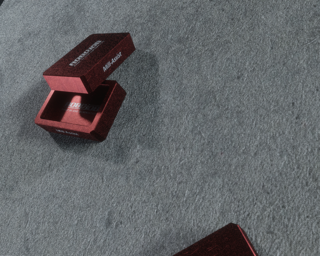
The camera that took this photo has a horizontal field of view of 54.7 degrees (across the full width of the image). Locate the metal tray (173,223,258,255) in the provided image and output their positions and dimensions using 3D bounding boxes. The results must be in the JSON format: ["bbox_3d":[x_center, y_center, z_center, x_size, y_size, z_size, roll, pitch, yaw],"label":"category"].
[{"bbox_3d":[0.038,0.159,0.283,0.130,0.030,0.090,-32,52,7],"label":"metal tray"}]

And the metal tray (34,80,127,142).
[{"bbox_3d":[-0.126,-0.033,0.486,0.130,0.030,0.090,8,66,31],"label":"metal tray"}]

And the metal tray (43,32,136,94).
[{"bbox_3d":[-0.111,-0.108,0.499,0.090,0.030,0.130,9,47,32],"label":"metal tray"}]
